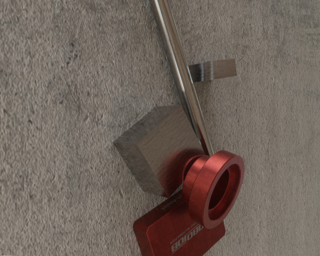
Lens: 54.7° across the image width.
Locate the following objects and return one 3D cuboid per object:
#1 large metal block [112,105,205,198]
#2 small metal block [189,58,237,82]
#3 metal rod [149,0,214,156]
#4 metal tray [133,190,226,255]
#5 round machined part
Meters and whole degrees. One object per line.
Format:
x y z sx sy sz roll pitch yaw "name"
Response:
0.002 0.027 0.390 0.080 0.050 0.080 -42 116 -32 "large metal block"
0.075 -0.083 0.451 0.050 0.050 0.025 -15 100 -39 "small metal block"
0.035 -0.061 0.433 0.025 0.025 0.298 -30 109 -36 "metal rod"
0.032 0.140 0.429 0.131 0.030 0.089 -26 106 -37 "metal tray"
0.065 0.074 0.395 0.099 0.042 0.097 -28 128 -42 "round machined part"
